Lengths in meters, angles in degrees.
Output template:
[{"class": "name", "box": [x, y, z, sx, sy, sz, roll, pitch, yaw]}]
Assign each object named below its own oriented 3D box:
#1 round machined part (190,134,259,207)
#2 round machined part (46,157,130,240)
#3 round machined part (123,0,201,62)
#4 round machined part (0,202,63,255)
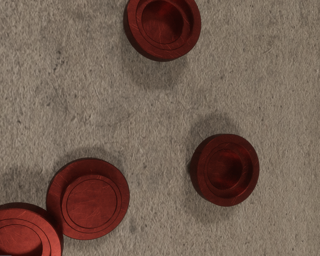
[{"class": "round machined part", "box": [0.086, 0.056, 0.433, 0.099, 0.042, 0.097, 0, 90, -21]}, {"class": "round machined part", "box": [-0.084, 0.086, 0.370, 0.099, 0.042, 0.097, 0, 90, -21]}, {"class": "round machined part", "box": [0.000, -0.134, 0.401, 0.099, 0.042, 0.097, 0, 90, -21]}, {"class": "round machined part", "box": [-0.156, 0.128, 0.337, 0.099, 0.042, 0.097, -1, 95, -12]}]
